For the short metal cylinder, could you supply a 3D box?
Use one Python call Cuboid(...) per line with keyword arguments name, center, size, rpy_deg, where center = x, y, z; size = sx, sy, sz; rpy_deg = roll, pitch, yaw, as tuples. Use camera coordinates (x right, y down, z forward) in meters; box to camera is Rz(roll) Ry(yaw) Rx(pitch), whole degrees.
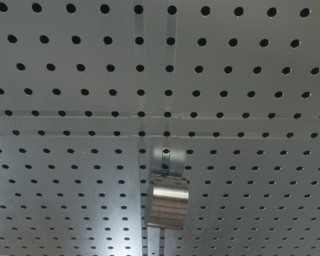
Cuboid(name="short metal cylinder", center=(0.008, 0.111, 0.471), size=(0.050, 0.080, 0.079), rpy_deg=(9, 130, -8))
